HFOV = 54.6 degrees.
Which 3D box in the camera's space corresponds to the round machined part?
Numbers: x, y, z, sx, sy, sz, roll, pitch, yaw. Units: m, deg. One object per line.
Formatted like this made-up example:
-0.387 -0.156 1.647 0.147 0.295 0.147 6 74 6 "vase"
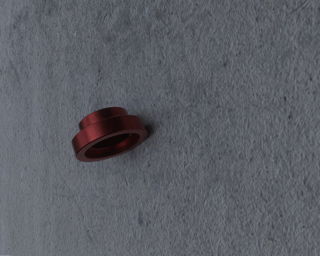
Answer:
-0.070 0.006 0.416 0.098 0.099 0.042 -36 68 34 "round machined part"
